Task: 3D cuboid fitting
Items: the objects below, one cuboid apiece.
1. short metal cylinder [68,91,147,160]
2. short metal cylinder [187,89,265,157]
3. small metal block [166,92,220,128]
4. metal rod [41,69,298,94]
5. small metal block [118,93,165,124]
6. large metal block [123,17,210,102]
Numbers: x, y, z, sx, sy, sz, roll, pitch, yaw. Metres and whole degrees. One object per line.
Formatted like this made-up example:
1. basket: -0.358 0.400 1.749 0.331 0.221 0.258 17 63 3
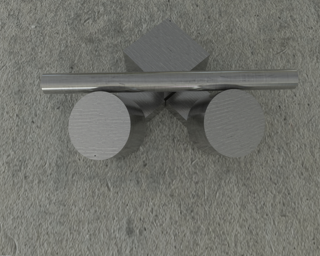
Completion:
1. short metal cylinder: -0.063 -0.002 0.381 0.080 0.050 0.080 -1 87 18
2. short metal cylinder: 0.080 -0.005 0.384 0.081 0.050 0.080 0 89 -18
3. small metal block: 0.044 -0.031 0.420 0.050 0.025 0.050 -42 75 -14
4. metal rod: 0.012 -0.056 0.375 0.302 0.025 0.025 -1 70 -1
5. small metal block: -0.029 -0.032 0.421 0.050 0.025 0.050 -41 75 -15
6. large metal block: 0.008 -0.090 0.427 0.080 0.050 0.080 -40 75 -13
